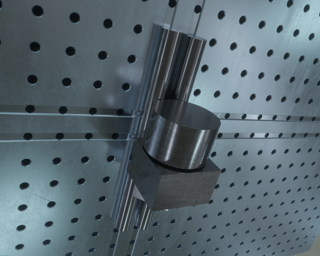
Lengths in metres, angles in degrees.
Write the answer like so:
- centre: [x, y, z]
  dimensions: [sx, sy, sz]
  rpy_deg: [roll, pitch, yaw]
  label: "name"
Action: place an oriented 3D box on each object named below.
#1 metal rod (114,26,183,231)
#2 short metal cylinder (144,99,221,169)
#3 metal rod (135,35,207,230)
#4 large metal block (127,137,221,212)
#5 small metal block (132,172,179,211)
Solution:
- centre: [-0.022, 0.018, 0.414]
  dimensions: [0.025, 0.025, 0.298]
  rpy_deg: [1, 118, -29]
  label: "metal rod"
- centre: [0.025, 0.005, 0.367]
  dimensions: [0.081, 0.080, 0.050]
  rpy_deg: [1, 118, -29]
  label: "short metal cylinder"
- centre: [0.008, 0.022, 0.433]
  dimensions: [0.025, 0.025, 0.298]
  rpy_deg: [1, 118, -29]
  label: "metal rod"
- centre: [0.014, 0.053, 0.385]
  dimensions: [0.081, 0.080, 0.050]
  rpy_deg: [0, 118, -29]
  label: "large metal block"
- centre: [-0.002, 0.077, 0.414]
  dimensions: [0.050, 0.050, 0.025]
  rpy_deg: [-46, 154, -63]
  label: "small metal block"
